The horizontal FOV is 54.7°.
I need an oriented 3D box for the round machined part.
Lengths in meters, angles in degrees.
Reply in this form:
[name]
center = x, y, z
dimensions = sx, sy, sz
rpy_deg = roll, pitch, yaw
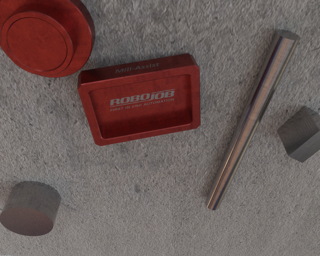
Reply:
[round machined part]
center = -0.119, -0.093, 0.316
dimensions = 0.099, 0.042, 0.097
rpy_deg = 0, 130, 0

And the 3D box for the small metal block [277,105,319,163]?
[small metal block]
center = 0.185, 0.008, 0.400
dimensions = 0.025, 0.050, 0.050
rpy_deg = 24, 126, -19

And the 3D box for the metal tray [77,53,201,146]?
[metal tray]
center = -0.020, -0.031, 0.363
dimensions = 0.131, 0.030, 0.089
rpy_deg = -10, 130, -4

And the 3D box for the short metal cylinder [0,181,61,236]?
[short metal cylinder]
center = -0.207, 0.131, 0.500
dimensions = 0.081, 0.050, 0.079
rpy_deg = 0, 130, 0

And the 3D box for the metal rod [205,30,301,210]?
[metal rod]
center = 0.111, 0.014, 0.420
dimensions = 0.025, 0.025, 0.298
rpy_deg = 7, 130, -6
